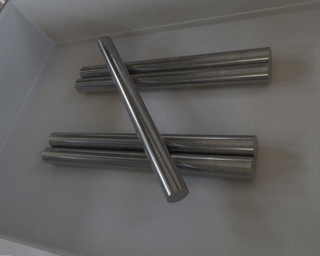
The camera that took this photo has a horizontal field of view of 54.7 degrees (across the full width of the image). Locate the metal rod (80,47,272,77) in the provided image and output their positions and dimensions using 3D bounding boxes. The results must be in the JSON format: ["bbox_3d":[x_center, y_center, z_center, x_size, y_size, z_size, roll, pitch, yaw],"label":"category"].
[{"bbox_3d":[0.005,-0.090,0.456,0.300,0.025,0.025,1,62,28],"label":"metal rod"}]

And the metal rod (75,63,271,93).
[{"bbox_3d":[0.000,-0.068,0.445,0.300,0.025,0.025,1,62,28],"label":"metal rod"}]

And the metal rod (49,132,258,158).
[{"bbox_3d":[-0.029,0.019,0.407,0.300,0.025,0.025,0,62,28],"label":"metal rod"}]

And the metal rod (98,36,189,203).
[{"bbox_3d":[-0.036,-0.034,0.412,0.025,0.025,0.300,-33,51,7],"label":"metal rod"}]

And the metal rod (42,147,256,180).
[{"bbox_3d":[-0.035,0.042,0.396,0.300,0.025,0.025,0,62,28],"label":"metal rod"}]
